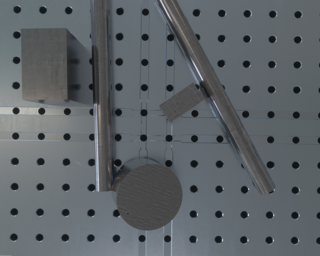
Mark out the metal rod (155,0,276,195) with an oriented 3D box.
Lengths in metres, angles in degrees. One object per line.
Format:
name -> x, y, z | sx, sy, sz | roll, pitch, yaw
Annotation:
metal rod -> 0.073, -0.049, 0.413 | 0.025, 0.025, 0.299 | -28, 90, 0

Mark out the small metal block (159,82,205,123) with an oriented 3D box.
small metal block -> 0.027, -0.031, 0.401 | 0.050, 0.050, 0.025 | -35, 90, 0

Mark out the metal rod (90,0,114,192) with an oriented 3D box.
metal rod -> -0.077, -0.067, 0.412 | 0.025, 0.025, 0.298 | -2, 90, 0

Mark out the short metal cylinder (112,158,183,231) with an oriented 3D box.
short metal cylinder -> -0.018, 0.081, 0.391 | 0.081, 0.050, 0.079 | -1, 92, -16

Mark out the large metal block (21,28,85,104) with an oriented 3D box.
large metal block -> -0.129, -0.072, 0.385 | 0.050, 0.080, 0.079 | -1, 90, 0
